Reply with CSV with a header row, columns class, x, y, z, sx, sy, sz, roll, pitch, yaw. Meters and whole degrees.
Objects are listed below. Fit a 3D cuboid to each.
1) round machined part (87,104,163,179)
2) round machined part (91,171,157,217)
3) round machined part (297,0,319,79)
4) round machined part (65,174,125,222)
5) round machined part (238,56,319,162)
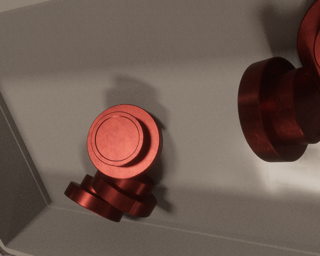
class,x,y,z,sx,sy,sz,roll,pitch,yaw
round machined part,-0.048,0.016,0.397,0.098,0.042,0.098,-2,79,11
round machined part,-0.046,0.083,0.447,0.098,0.098,0.042,31,93,7
round machined part,0.168,-0.075,0.261,0.098,0.042,0.097,14,125,22
round machined part,-0.097,0.107,0.493,0.098,0.042,0.098,27,167,7
round machined part,0.118,-0.018,0.284,0.042,0.099,0.098,-9,115,48
